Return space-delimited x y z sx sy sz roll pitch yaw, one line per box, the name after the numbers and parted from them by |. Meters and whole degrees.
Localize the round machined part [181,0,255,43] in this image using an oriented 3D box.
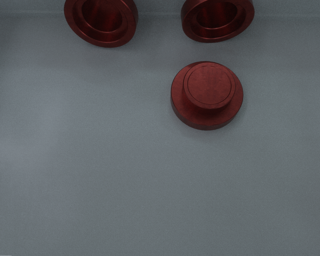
0.078 -0.165 0.432 0.099 0.098 0.042 -5 70 -2 | round machined part

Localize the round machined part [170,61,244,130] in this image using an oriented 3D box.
0.064 -0.049 0.419 0.099 0.042 0.098 0 70 0 | round machined part

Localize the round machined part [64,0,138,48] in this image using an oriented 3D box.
-0.078 -0.163 0.431 0.099 0.098 0.042 8 58 3 | round machined part
